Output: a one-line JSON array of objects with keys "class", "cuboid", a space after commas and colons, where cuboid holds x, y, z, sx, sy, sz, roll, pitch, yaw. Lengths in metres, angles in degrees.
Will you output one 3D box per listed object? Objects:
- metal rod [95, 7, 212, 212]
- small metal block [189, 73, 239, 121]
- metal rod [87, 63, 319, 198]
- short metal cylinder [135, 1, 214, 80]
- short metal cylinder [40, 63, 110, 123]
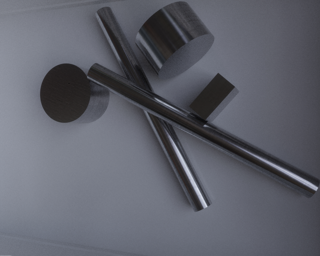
[{"class": "metal rod", "cuboid": [-0.013, -0.031, 0.414, 0.025, 0.025, 0.299, -30, 81, 17]}, {"class": "small metal block", "cuboid": [0.067, -0.035, 0.373, 0.025, 0.050, 0.050, 44, 103, 14]}, {"class": "metal rod", "cuboid": [0.043, -0.002, 0.376, 0.301, 0.025, 0.025, 29, 99, 10]}, {"class": "short metal cylinder", "cuboid": [0.018, -0.104, 0.374, 0.080, 0.080, 0.050, -37, 78, 16]}, {"class": "short metal cylinder", "cuboid": [-0.119, -0.047, 0.438, 0.080, 0.050, 0.079, 0, 90, 19]}]
